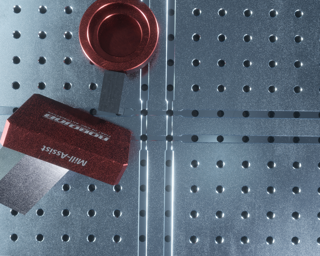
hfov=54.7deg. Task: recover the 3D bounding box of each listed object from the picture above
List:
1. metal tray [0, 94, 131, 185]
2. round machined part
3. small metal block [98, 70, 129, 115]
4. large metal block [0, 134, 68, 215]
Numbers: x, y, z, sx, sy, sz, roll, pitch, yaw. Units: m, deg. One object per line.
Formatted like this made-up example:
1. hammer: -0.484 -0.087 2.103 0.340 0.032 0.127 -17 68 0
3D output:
1. metal tray: -0.102 0.011 0.364 0.131 0.090 0.030 23 112 -12
2. round machined part: -0.051 -0.117 0.403 0.099 0.042 0.097 0 87 -1
3. small metal block: -0.059 -0.044 0.400 0.025 0.050 0.050 10 90 0
4. large metal block: -0.160 0.043 0.377 0.080 0.080 0.050 -46 124 0
